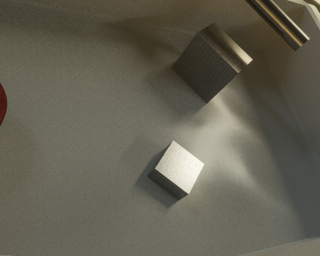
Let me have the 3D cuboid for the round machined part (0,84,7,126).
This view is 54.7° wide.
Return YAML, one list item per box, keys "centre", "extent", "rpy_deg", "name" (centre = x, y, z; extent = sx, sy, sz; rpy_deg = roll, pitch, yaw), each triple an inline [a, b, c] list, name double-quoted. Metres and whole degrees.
- centre: [-0.202, -0.019, 0.291]
  extent: [0.099, 0.042, 0.098]
  rpy_deg: [20, 52, -27]
  name: "round machined part"

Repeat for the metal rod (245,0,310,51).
- centre: [0.101, -0.228, 0.450]
  extent: [0.300, 0.025, 0.025]
  rpy_deg: [48, 51, 5]
  name: "metal rod"

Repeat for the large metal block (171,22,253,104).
- centre: [0.077, -0.098, 0.474]
  extent: [0.080, 0.080, 0.050]
  rpy_deg: [46, 51, 3]
  name: "large metal block"

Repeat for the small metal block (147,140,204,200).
- centre: [0.020, 0.052, 0.386]
  extent: [0.050, 0.025, 0.050]
  rpy_deg: [38, 51, -3]
  name: "small metal block"
